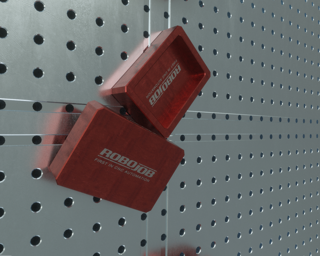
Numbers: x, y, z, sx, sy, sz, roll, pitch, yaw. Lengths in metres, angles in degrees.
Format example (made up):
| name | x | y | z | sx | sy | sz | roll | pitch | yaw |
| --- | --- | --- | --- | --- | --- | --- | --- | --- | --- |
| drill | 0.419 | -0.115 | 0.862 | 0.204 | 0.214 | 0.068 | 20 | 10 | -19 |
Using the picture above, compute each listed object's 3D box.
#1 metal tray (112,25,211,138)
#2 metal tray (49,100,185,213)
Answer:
| name | x | y | z | sx | sy | sz | roll | pitch | yaw |
| --- | --- | --- | --- | --- | --- | --- | --- | --- | --- |
| metal tray | 0.008 | -0.061 | 0.414 | 0.090 | 0.030 | 0.130 | 51 | 60 | -28 |
| metal tray | -0.043 | 0.037 | 0.352 | 0.131 | 0.030 | 0.090 | 30 | 92 | -36 |
